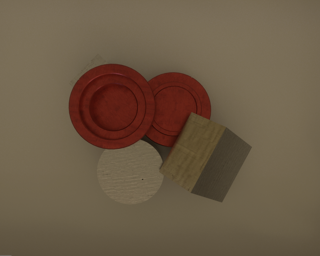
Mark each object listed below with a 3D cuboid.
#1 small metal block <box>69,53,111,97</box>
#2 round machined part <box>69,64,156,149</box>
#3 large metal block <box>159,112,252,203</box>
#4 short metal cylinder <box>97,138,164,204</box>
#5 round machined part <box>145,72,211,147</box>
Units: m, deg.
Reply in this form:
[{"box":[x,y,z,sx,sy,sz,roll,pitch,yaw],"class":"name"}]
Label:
[{"box":[-0.083,-0.063,0.396,0.025,0.050,0.050,44,90,-1],"class":"small metal block"},{"box":[-0.054,-0.025,0.371,0.099,0.042,0.097,0,90,-1],"class":"round machined part"},{"box":[0.058,0.038,0.376,0.050,0.080,0.080,28,89,40],"class":"large metal block"},{"box":[-0.035,0.052,0.397,0.081,0.050,0.079,0,90,-1],"class":"short metal cylinder"},{"box":[0.017,-0.024,0.400,0.099,0.042,0.097,0,90,-1],"class":"round machined part"}]
